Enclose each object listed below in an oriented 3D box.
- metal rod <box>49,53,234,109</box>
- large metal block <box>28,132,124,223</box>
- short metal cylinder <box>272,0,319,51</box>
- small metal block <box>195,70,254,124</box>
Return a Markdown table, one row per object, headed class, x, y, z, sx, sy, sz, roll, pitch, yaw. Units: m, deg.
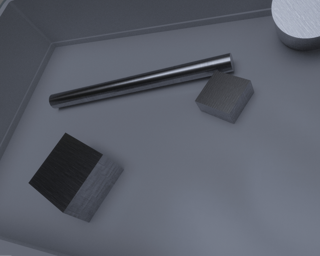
| class | x | y | z | sx | sy | sz | roll | pitch | yaw |
| --- | --- | --- | --- | --- | --- | --- | --- | --- | --- |
| metal rod | -0.042 | -0.066 | 0.466 | 0.301 | 0.025 | 0.025 | -9 | 58 | 23 |
| large metal block | -0.109 | 0.063 | 0.406 | 0.080 | 0.050 | 0.080 | 24 | 74 | 36 |
| short metal cylinder | 0.176 | -0.136 | 0.362 | 0.080 | 0.050 | 0.080 | -2 | 86 | 25 |
| small metal block | 0.081 | -0.039 | 0.387 | 0.050 | 0.025 | 0.050 | 26 | 75 | 36 |
